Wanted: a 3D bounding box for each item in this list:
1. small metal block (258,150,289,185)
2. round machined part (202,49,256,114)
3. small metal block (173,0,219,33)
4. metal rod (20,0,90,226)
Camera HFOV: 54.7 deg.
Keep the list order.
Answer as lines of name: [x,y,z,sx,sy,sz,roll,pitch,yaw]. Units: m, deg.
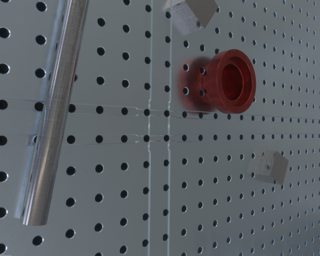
small metal block: [0.217,0.075,0.591,0.050,0.025,0.050,33,70,-35]
round machined part: [0.105,-0.071,0.485,0.099,0.042,0.097,0,90,-40]
small metal block: [0.053,-0.178,0.453,0.050,0.025,0.050,45,63,-31]
metal rod: [-0.102,-0.053,0.323,0.025,0.025,0.299,15,81,-39]
